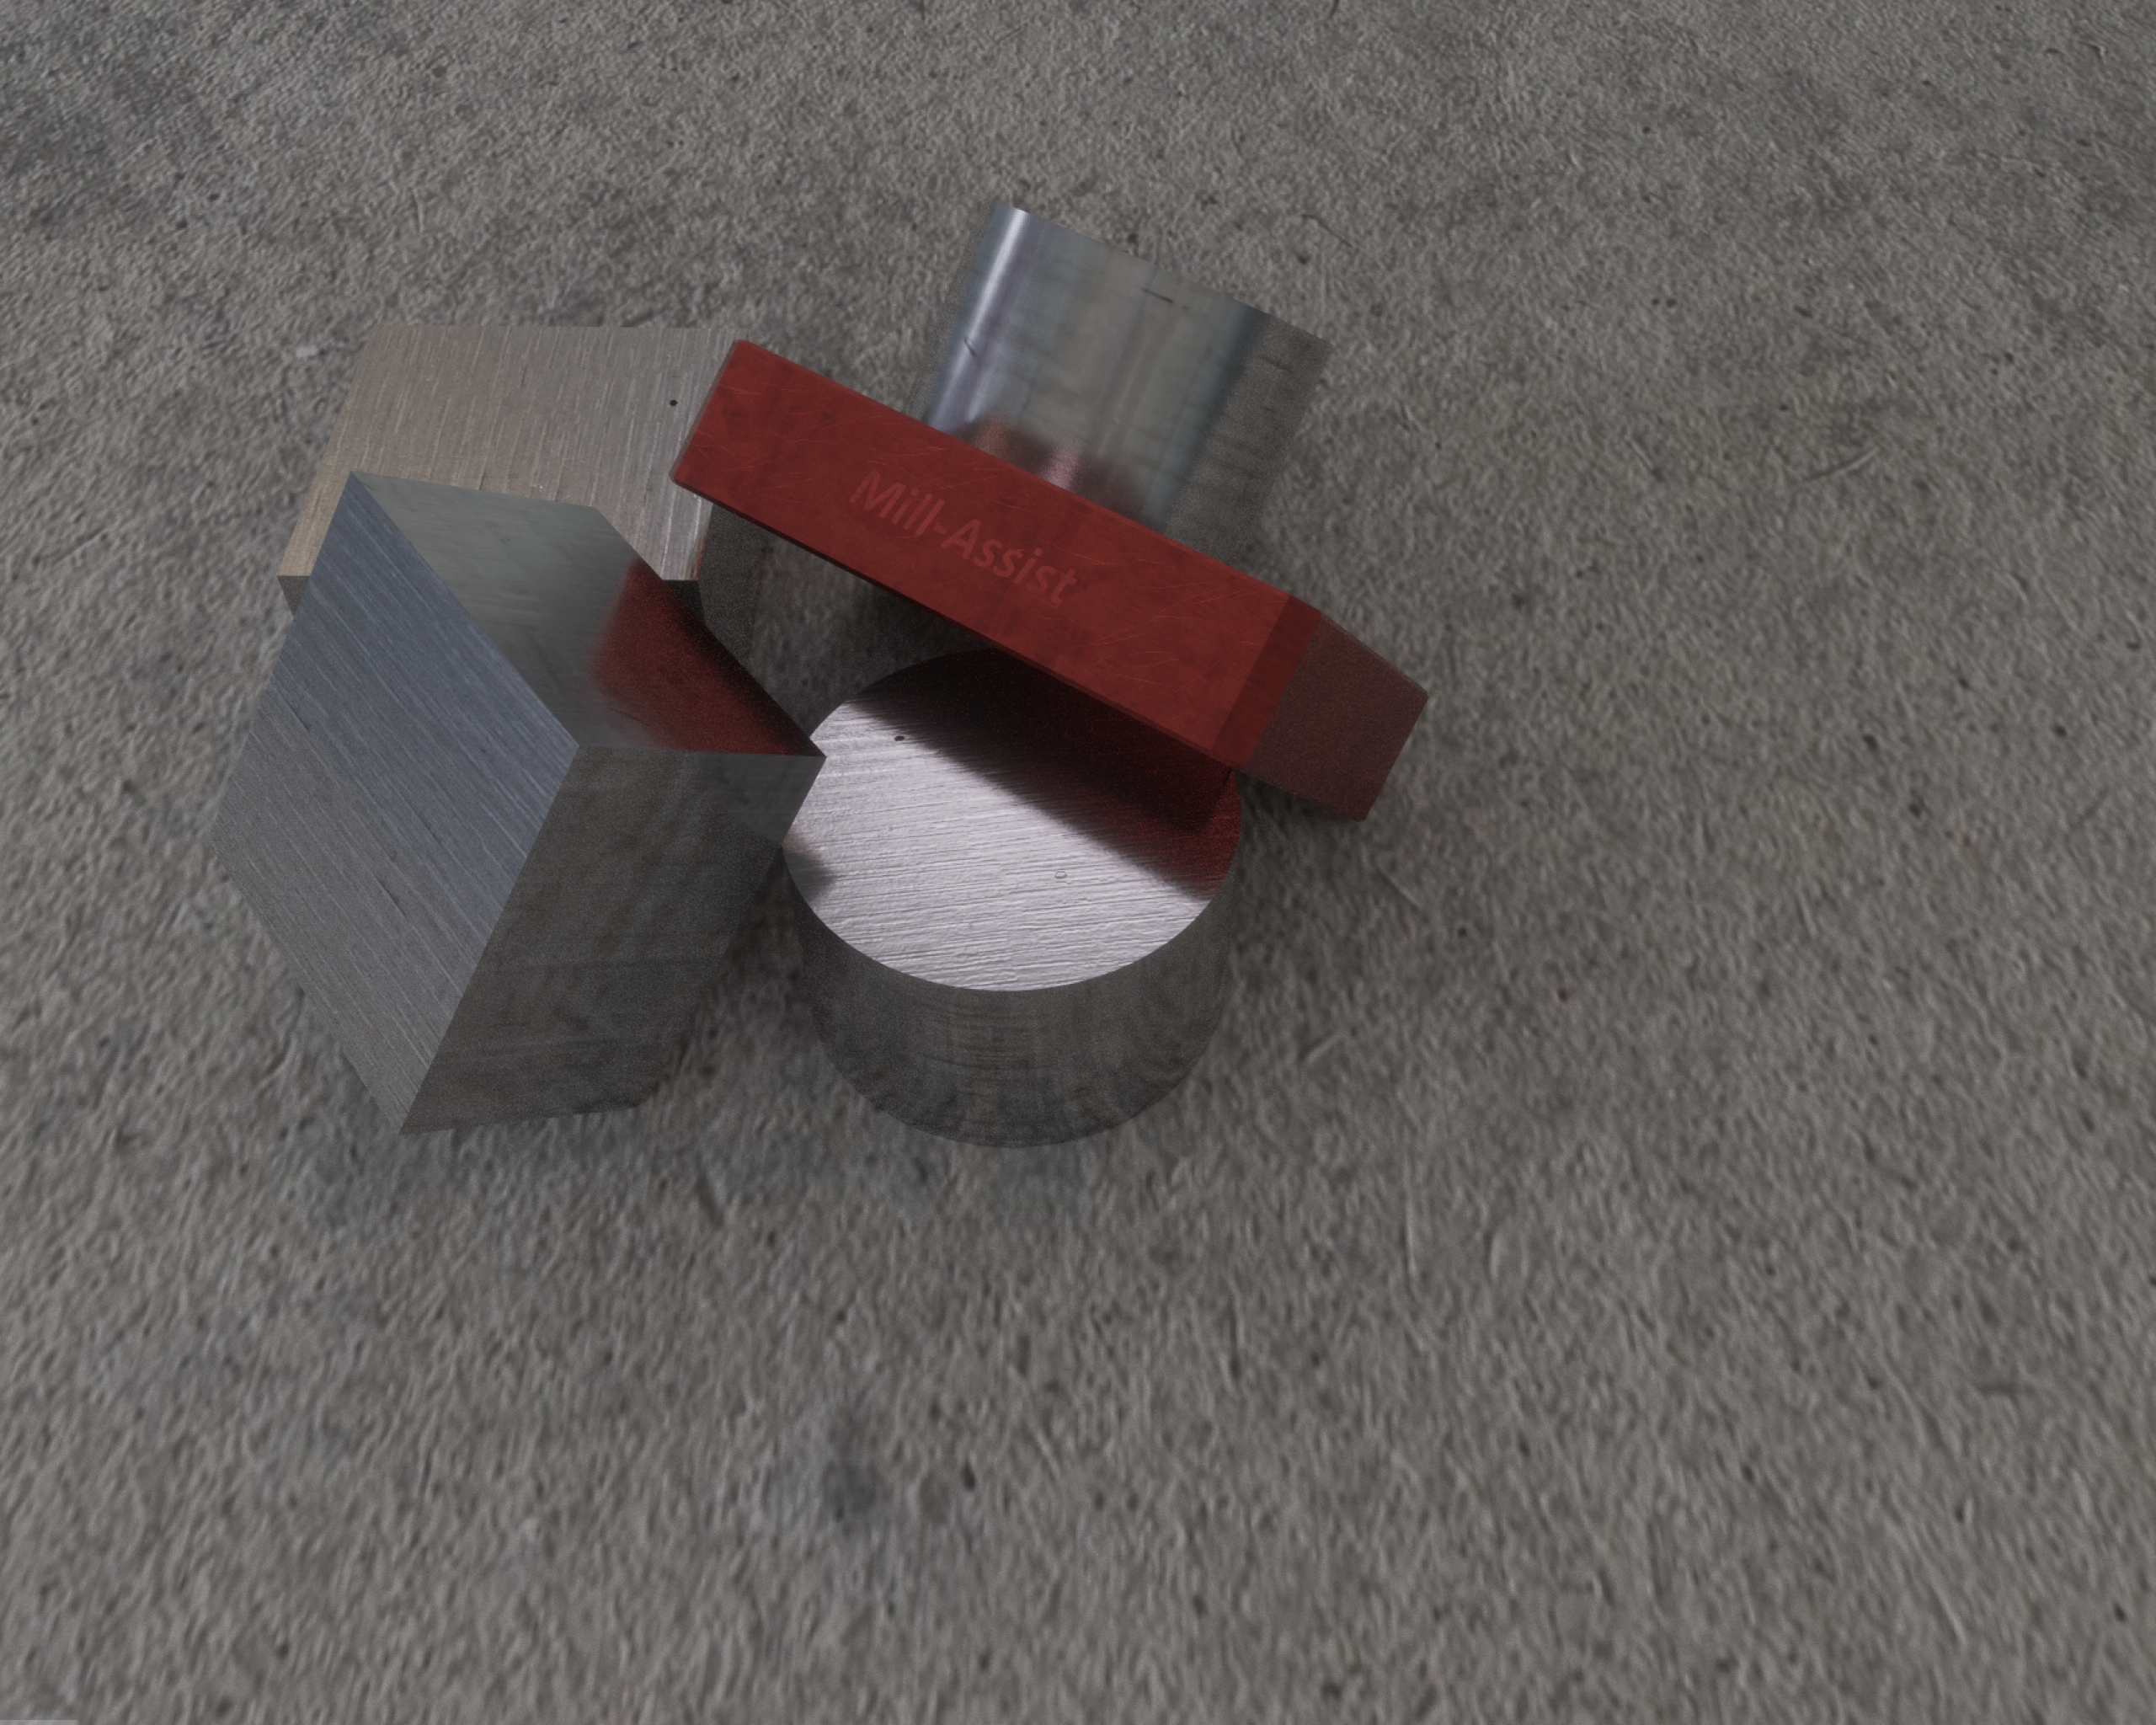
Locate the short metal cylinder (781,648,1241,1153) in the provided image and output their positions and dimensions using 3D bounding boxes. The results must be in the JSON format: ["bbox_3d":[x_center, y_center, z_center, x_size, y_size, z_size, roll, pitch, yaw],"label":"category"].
[{"bbox_3d":[-0.012,0.006,0.384,0.081,0.050,0.080,0,50,0],"label":"short metal cylinder"}]

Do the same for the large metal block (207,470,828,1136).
[{"bbox_3d":[-0.102,-0.011,0.368,0.050,0.080,0.080,0,38,-50],"label":"large metal block"}]

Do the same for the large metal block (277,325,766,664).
[{"bbox_3d":[-0.112,-0.069,0.443,0.080,0.050,0.080,1,50,0],"label":"large metal block"}]

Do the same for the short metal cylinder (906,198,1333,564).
[{"bbox_3d":[0.008,-0.103,0.450,0.080,0.050,0.080,22,14,-5],"label":"short metal cylinder"}]

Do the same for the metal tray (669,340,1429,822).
[{"bbox_3d":[-0.004,-0.054,0.409,0.130,0.090,0.030,29,96,22],"label":"metal tray"}]
